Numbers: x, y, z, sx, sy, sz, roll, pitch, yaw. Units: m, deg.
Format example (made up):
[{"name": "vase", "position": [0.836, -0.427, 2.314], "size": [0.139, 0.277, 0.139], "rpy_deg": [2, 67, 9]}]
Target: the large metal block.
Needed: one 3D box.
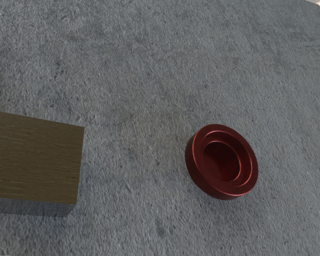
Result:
[{"name": "large metal block", "position": [-0.122, 0.038, 0.299], "size": [0.081, 0.050, 0.080], "rpy_deg": [12, 57, -22]}]

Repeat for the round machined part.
[{"name": "round machined part", "position": [0.075, 0.047, 0.405], "size": [0.099, 0.042, 0.098], "rpy_deg": [14, 56, -21]}]
